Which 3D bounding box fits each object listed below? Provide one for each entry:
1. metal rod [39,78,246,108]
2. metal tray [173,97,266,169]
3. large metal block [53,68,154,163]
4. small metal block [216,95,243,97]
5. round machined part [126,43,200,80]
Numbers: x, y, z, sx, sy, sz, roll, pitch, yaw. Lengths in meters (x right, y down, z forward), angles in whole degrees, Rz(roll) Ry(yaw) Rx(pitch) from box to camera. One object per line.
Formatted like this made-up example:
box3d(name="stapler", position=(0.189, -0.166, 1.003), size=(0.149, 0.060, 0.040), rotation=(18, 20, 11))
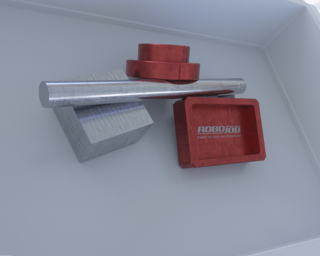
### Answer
box3d(name="metal rod", position=(0.008, -0.048, 0.381), size=(0.302, 0.025, 0.025), rotation=(-8, 66, -40))
box3d(name="metal tray", position=(0.085, 0.005, 0.427), size=(0.131, 0.030, 0.089), rotation=(-1, 82, -30))
box3d(name="large metal block", position=(-0.068, -0.017, 0.361), size=(0.081, 0.050, 0.080), rotation=(-20, 72, -36))
box3d(name="small metal block", position=(0.101, -0.048, 0.489), size=(0.050, 0.025, 0.050), rotation=(-12, 68, -34))
box3d(name="round machined part", position=(0.005, -0.089, 0.413), size=(0.099, 0.098, 0.042), rotation=(-5, 105, -31))
